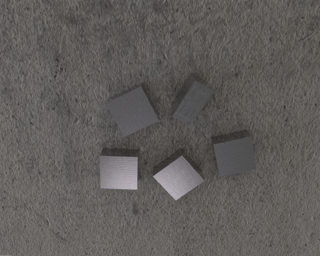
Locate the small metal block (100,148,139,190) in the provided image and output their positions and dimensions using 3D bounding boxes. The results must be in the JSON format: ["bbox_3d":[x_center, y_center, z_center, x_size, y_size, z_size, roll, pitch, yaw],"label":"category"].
[{"bbox_3d":[-0.056,0.057,0.430,0.050,0.025,0.050,2,110,-1],"label":"small metal block"}]

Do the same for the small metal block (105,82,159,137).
[{"bbox_3d":[-0.034,-0.024,0.400,0.050,0.025,0.050,-25,108,8],"label":"small metal block"}]

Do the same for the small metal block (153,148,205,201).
[{"bbox_3d":[0.026,0.065,0.434,0.050,0.025,0.050,-38,106,12],"label":"small metal block"}]

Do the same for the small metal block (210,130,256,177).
[{"bbox_3d":[0.100,0.034,0.423,0.050,0.025,0.050,-13,110,4],"label":"small metal block"}]

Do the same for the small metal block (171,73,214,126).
[{"bbox_3d":[0.038,-0.037,0.383,0.025,0.050,0.050,29,108,-10],"label":"small metal block"}]
